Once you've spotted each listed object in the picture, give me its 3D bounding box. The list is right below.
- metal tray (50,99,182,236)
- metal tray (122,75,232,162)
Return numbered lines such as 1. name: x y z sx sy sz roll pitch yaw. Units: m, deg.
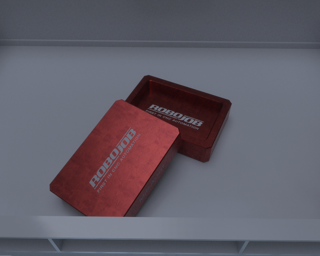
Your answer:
1. metal tray: -0.046 0.040 0.347 0.090 0.030 0.130 28 70 21
2. metal tray: 0.019 -0.017 0.415 0.130 0.030 0.090 20 53 16
